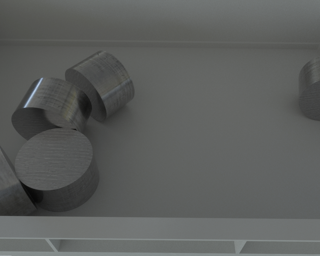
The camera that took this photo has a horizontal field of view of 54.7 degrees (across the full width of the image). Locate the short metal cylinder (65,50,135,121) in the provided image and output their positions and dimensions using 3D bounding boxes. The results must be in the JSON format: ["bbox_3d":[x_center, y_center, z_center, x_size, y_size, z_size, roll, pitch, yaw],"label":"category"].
[{"bbox_3d":[-0.081,-0.056,0.416,0.080,0.080,0.050,34,58,25],"label":"short metal cylinder"}]

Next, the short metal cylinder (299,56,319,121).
[{"bbox_3d":[0.231,-0.053,0.417,0.080,0.080,0.050,12,51,9],"label":"short metal cylinder"}]

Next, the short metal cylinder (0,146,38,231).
[{"bbox_3d":[-0.168,0.063,0.314,0.050,0.080,0.080,-30,57,-23],"label":"short metal cylinder"}]

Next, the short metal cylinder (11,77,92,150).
[{"bbox_3d":[-0.131,-0.015,0.381,0.080,0.080,0.050,7,51,5],"label":"short metal cylinder"}]

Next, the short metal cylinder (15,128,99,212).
[{"bbox_3d":[-0.112,0.046,0.348,0.081,0.050,0.080,0,50,0],"label":"short metal cylinder"}]
